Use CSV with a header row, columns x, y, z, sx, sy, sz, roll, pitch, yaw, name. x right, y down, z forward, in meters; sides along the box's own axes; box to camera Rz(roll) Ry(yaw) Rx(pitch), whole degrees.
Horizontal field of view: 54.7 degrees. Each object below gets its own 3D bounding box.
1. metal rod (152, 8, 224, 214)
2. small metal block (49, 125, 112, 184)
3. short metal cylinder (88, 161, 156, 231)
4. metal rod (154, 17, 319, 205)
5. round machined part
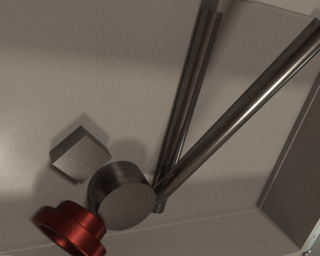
x,y,z,sx,sy,sz,roll,pitch,yaw,name
0.028,-0.005,0.422,0.025,0.025,0.298,0,119,-29,metal rod
-0.096,0.033,0.378,0.050,0.025,0.050,-41,130,0,small metal block
-0.052,0.092,0.422,0.081,0.050,0.079,-14,125,-21,short metal cylinder
0.074,0.003,0.366,0.025,0.025,0.298,13,131,-34,metal rod
-0.108,0.130,0.394,0.042,0.098,0.098,-53,137,-33,round machined part
